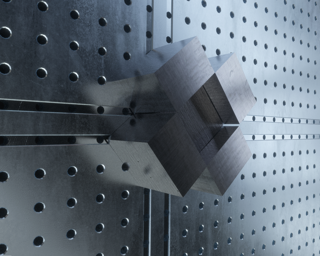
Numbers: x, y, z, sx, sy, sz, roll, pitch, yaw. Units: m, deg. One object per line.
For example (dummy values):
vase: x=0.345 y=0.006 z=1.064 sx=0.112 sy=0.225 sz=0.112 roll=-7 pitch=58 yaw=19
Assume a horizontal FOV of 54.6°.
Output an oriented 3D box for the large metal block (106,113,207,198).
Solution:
large metal block: x=-0.004 y=0.030 z=0.368 sx=0.050 sy=0.080 sz=0.080 roll=-46 pitch=118 yaw=-30

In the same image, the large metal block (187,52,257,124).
large metal block: x=0.075 y=-0.052 z=0.435 sx=0.050 sy=0.080 sz=0.080 roll=-46 pitch=118 yaw=-30

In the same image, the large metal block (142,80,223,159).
large metal block: x=0.027 y=-0.011 z=0.413 sx=0.080 sy=0.050 sz=0.080 roll=-45 pitch=116 yaw=-28

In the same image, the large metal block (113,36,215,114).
large metal block: x=0.005 y=-0.062 z=0.376 sx=0.080 sy=0.080 sz=0.050 roll=-46 pitch=118 yaw=-30

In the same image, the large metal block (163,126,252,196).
large metal block: x=0.066 y=0.041 z=0.429 sx=0.080 sy=0.080 sz=0.050 roll=-44 pitch=117 yaw=-31
